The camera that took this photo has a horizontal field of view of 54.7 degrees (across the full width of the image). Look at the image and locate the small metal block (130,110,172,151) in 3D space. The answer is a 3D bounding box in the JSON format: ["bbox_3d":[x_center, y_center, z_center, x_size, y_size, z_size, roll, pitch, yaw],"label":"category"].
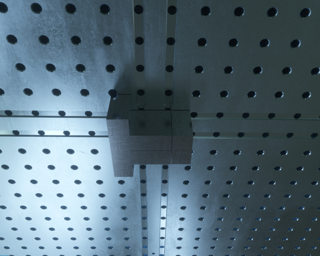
[{"bbox_3d":[-0.011,0.002,0.396,0.050,0.050,0.025,0,130,-1],"label":"small metal block"}]

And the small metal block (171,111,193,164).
[{"bbox_3d":[0.027,0.012,0.405,0.025,0.050,0.050,0,130,0],"label":"small metal block"}]

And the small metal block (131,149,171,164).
[{"bbox_3d":[-0.011,0.022,0.413,0.050,0.050,0.025,0,130,-1],"label":"small metal block"}]

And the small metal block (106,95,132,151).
[{"bbox_3d":[-0.049,-0.007,0.388,0.025,0.050,0.050,0,130,0],"label":"small metal block"}]

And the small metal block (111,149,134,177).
[{"bbox_3d":[-0.049,0.031,0.420,0.025,0.050,0.050,0,130,0],"label":"small metal block"}]
